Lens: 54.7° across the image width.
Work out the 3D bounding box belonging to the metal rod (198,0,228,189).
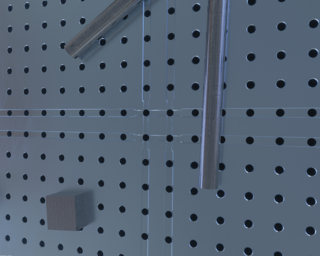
[{"bbox_3d":[0.068,-0.074,0.388,0.025,0.025,0.298,3,91,20],"label":"metal rod"}]

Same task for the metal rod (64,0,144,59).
[{"bbox_3d":[-0.015,-0.196,0.417,0.300,0.025,0.025,-35,79,16],"label":"metal rod"}]

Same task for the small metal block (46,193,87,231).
[{"bbox_3d":[-0.140,0.124,0.462,0.050,0.025,0.050,-4,89,20],"label":"small metal block"}]
